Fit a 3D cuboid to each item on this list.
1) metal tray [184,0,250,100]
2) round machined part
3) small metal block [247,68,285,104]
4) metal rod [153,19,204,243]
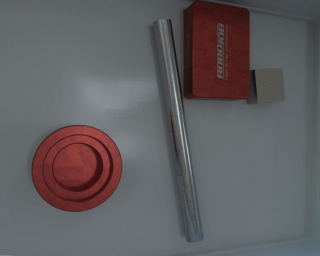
[{"bbox_3d":[0.081,-0.105,0.439,0.091,0.030,0.129,0,90,-21],"label":"metal tray"},{"bbox_3d":[-0.098,0.045,0.366,0.099,0.042,0.097,0,90,-21],"label":"round machined part"},{"bbox_3d":[0.159,-0.063,0.471,0.050,0.025,0.050,-7,92,-20],"label":"small metal block"},{"bbox_3d":[0.025,0.006,0.421,0.025,0.025,0.298,-10,94,-20],"label":"metal rod"}]
